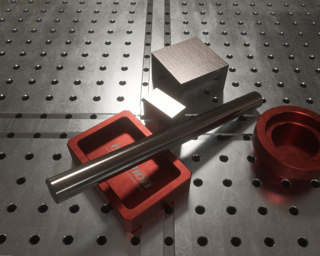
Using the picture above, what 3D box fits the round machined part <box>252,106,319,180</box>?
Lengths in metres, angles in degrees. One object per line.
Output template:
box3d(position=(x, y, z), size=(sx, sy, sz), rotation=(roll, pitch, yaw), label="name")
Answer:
box3d(position=(0.163, 0.021, 0.381), size=(0.099, 0.042, 0.098), rotation=(0, 50, 0), label="round machined part")

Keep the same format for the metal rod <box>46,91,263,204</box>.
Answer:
box3d(position=(0.019, 0.009, 0.364), size=(0.302, 0.025, 0.025), rotation=(-23, 53, -32), label="metal rod")

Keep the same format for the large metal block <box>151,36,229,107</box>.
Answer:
box3d(position=(0.042, -0.084, 0.463), size=(0.081, 0.050, 0.080), rotation=(-24, 54, -19), label="large metal block")

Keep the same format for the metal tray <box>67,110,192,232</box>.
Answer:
box3d(position=(-0.038, 0.043, 0.367), size=(0.091, 0.030, 0.130), rotation=(-31, 57, -24), label="metal tray")

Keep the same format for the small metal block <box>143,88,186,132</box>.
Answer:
box3d(position=(0.005, -0.016, 0.405), size=(0.050, 0.050, 0.025), rotation=(37, 59, 26), label="small metal block")
